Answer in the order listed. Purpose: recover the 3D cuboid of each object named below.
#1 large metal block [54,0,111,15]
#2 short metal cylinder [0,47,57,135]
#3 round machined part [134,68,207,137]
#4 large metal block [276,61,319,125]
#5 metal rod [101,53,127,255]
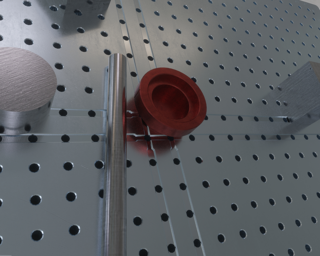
[{"bbox_3d":[-0.124,-0.223,0.462,0.081,0.050,0.080,-28,78,-37],"label":"large metal block"},{"bbox_3d":[-0.156,-0.039,0.332,0.081,0.050,0.080,14,56,-21],"label":"short metal cylinder"},{"bbox_3d":[0.011,-0.031,0.422,0.099,0.042,0.098,13,56,-21],"label":"round machined part"},{"bbox_3d":[0.267,-0.060,0.554,0.050,0.080,0.080,3,60,-27],"label":"large metal block"},{"bbox_3d":[-0.051,0.033,0.360,0.025,0.025,0.299,11,57,-23],"label":"metal rod"}]
